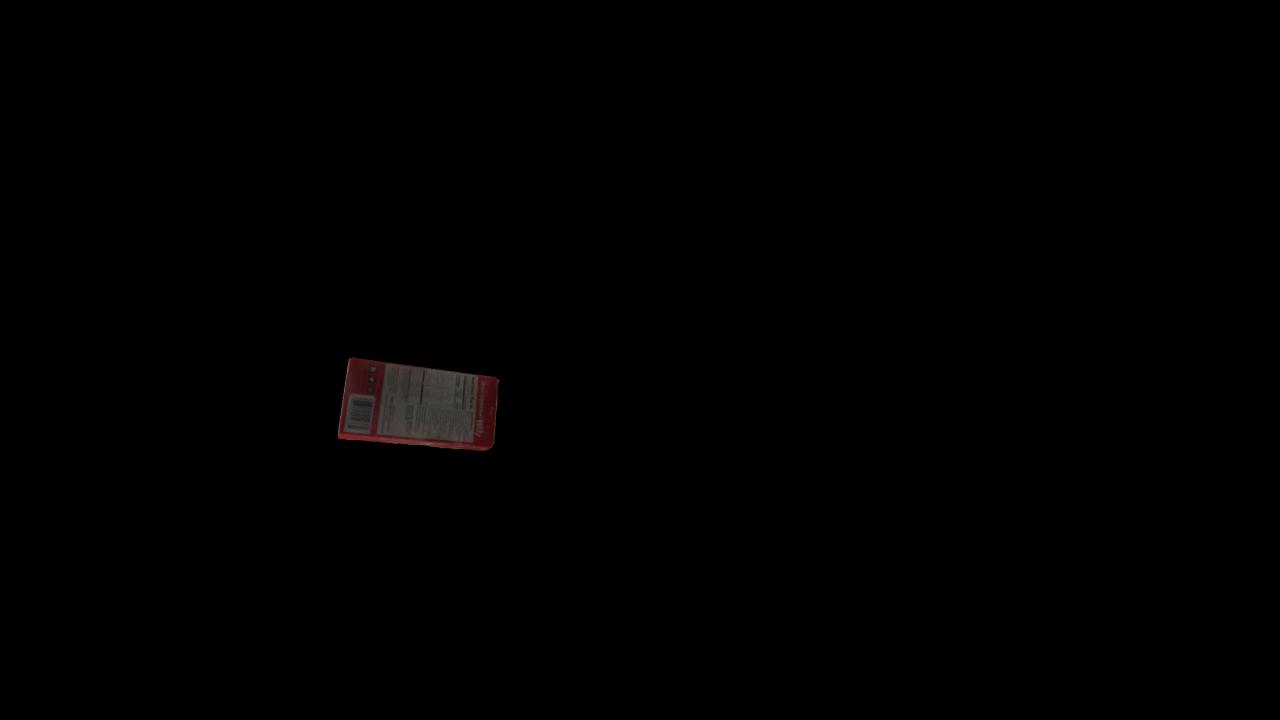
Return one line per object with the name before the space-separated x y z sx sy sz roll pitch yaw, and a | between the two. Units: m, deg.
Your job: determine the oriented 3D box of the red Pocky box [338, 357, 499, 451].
red Pocky box | -0.232 0.050 0.654 0.155 0.083 0.028 10 -24 -26
